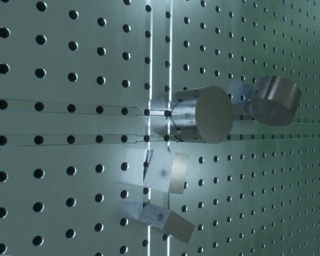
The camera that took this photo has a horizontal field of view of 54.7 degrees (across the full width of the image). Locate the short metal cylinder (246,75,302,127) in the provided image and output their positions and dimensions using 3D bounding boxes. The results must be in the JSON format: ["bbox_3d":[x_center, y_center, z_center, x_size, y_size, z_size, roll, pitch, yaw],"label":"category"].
[{"bbox_3d":[0.197,-0.046,0.538,0.080,0.080,0.050,43,64,-32],"label":"short metal cylinder"}]

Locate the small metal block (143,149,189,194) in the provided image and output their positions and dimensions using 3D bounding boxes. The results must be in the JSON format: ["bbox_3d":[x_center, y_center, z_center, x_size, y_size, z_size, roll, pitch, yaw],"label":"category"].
[{"bbox_3d":[0.007,0.055,0.399,0.025,0.050,0.050,17,80,-39],"label":"small metal block"}]

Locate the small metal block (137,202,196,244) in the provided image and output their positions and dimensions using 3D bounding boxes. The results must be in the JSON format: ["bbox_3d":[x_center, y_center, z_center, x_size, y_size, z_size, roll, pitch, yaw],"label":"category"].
[{"bbox_3d":[0.008,0.122,0.400,0.050,0.050,0.025,41,65,-33],"label":"small metal block"}]

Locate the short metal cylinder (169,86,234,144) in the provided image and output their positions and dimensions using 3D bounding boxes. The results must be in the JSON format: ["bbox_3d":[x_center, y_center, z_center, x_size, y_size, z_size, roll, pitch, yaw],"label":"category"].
[{"bbox_3d":[0.060,-0.018,0.443,0.081,0.050,0.080,0,90,-40],"label":"short metal cylinder"}]
